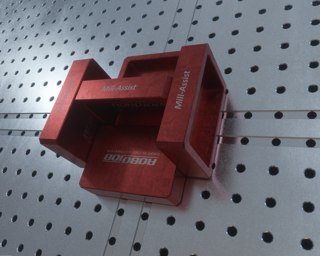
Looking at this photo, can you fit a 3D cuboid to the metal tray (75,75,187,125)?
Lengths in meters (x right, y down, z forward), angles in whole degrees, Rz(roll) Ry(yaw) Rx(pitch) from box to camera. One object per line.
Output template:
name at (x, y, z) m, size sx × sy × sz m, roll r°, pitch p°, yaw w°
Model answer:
metal tray at (-0.029, -0.026, 0.394) m, size 0.130 × 0.090 × 0.030 m, roll 1°, pitch 63°, yaw 28°

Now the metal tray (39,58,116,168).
metal tray at (-0.101, -0.019, 0.429) m, size 0.030 × 0.090 × 0.130 m, roll 1°, pitch 62°, yaw 28°

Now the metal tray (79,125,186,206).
metal tray at (-0.031, 0.043, 0.392) m, size 0.130 × 0.030 × 0.090 m, roll 1°, pitch 62°, yaw 28°

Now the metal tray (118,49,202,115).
metal tray at (-0.001, -0.064, 0.443) m, size 0.130 × 0.030 × 0.090 m, roll 1°, pitch 62°, yaw 28°

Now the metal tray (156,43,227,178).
metal tray at (0.042, -0.019, 0.354) m, size 0.030 × 0.090 × 0.130 m, roll 1°, pitch 62°, yaw 28°
